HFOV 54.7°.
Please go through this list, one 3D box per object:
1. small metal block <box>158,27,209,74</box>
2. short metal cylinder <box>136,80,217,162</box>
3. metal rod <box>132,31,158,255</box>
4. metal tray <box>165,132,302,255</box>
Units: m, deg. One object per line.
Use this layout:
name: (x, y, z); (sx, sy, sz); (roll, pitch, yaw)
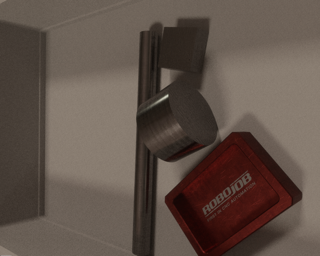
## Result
small metal block: (0.028, -0.096, 0.382); (0.050, 0.025, 0.050); (16, 100, 38)
short metal cylinder: (0.020, -0.007, 0.353); (0.050, 0.081, 0.080); (-32, 71, 35)
metal rod: (-0.020, 0.021, 0.421); (0.025, 0.025, 0.298); (4, 92, 39)
metal tray: (0.073, 0.077, 0.341); (0.129, 0.030, 0.090); (-49, 61, 28)
